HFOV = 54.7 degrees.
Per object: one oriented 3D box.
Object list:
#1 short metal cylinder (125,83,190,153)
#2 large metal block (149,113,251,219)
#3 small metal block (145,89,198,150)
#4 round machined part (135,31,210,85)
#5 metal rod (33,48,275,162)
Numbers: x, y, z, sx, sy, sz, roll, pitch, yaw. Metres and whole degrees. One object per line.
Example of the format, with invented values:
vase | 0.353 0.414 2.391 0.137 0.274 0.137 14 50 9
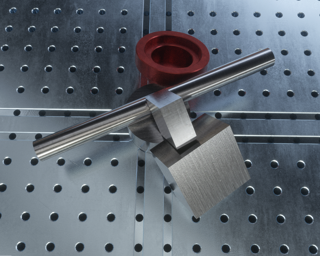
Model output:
short metal cylinder | -0.003 -0.011 0.402 0.081 0.050 0.080 0 70 0
large metal block | 0.047 0.042 0.359 0.080 0.050 0.080 -34 118 -11
small metal block | 0.012 -0.011 0.338 0.025 0.050 0.050 -28 115 -10
round machined part | 0.015 -0.088 0.423 0.099 0.042 0.098 4 47 -4
metal rod | 0.001 -0.032 0.370 0.302 0.025 0.025 -23 72 -9
